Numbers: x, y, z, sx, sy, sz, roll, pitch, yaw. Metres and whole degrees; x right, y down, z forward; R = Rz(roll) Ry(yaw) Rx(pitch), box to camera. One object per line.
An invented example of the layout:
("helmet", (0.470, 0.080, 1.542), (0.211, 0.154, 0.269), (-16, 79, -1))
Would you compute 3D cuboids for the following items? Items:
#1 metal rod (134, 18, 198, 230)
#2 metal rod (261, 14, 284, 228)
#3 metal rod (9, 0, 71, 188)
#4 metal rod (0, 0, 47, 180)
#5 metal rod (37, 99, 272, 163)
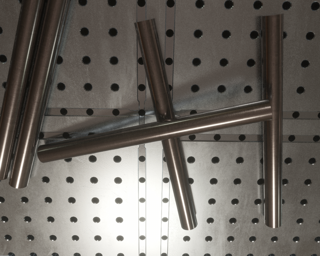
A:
("metal rod", (0.013, 0.010, 0.417), (0.025, 0.025, 0.298), (-12, 110, 4))
("metal rod", (0.152, 0.005, 0.417), (0.025, 0.025, 0.298), (-7, 110, 2))
("metal rod", (-0.151, -0.054, 0.391), (0.025, 0.025, 0.298), (18, 109, -7))
("metal rod", (-0.175, -0.066, 0.386), (0.025, 0.025, 0.298), (18, 109, -7))
("metal rod", (-0.017, 0.007, 0.392), (0.301, 0.025, 0.025), (-11, 110, 13))
